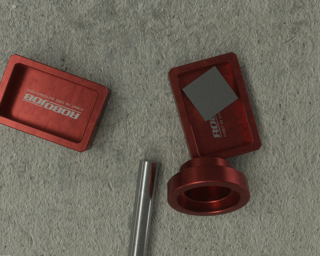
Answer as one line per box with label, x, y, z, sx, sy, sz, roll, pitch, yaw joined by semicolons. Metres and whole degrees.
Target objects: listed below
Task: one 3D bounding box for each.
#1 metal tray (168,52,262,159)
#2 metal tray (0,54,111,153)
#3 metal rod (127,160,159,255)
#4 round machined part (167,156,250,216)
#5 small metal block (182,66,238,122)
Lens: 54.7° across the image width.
metal tray;0.070;-0.024;0.408;0.091;0.030;0.129;-16;90;-1
metal tray;-0.141;-0.031;0.405;0.131;0.030;0.090;20;90;-1
metal rod;-0.033;0.191;0.409;0.025;0.025;0.298;7;90;-1
round machined part;0.058;0.070;0.384;0.099;0.097;0.042;1;52;-1
small metal block;0.063;-0.043;0.398;0.050;0.025;0.050;-36;90;0
